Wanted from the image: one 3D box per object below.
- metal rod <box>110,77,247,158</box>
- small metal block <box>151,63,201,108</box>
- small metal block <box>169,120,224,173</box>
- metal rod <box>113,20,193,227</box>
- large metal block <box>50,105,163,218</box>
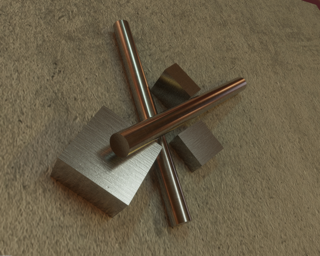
[{"bbox_3d":[0.048,-0.029,0.410,0.025,0.025,0.302,52,40,8],"label":"metal rod"},{"bbox_3d":[0.021,-0.053,0.433,0.050,0.050,0.025,48,51,5],"label":"small metal block"},{"bbox_3d":[0.050,0.024,0.418,0.050,0.025,0.050,-31,79,-38],"label":"small metal block"},{"bbox_3d":[-0.017,-0.023,0.409,0.025,0.025,0.299,-4,64,-30],"label":"metal rod"},{"bbox_3d":[-0.057,0.036,0.336,0.080,0.050,0.080,36,51,-5],"label":"large metal block"}]
